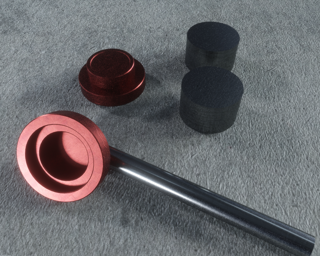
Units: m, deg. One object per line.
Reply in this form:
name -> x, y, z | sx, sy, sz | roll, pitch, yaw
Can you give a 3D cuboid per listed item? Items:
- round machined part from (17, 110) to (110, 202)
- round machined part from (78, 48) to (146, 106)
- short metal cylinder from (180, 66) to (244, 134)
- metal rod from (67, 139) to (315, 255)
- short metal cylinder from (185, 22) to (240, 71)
round machined part -> -0.102, 0.028, 0.344 | 0.098, 0.097, 0.042 | 10, 15, 8
round machined part -> -0.071, -0.081, 0.459 | 0.099, 0.042, 0.098 | 0, 50, 0
short metal cylinder -> 0.068, -0.039, 0.421 | 0.081, 0.050, 0.080 | 0, 50, 0
metal rod -> 0.014, 0.065, 0.348 | 0.301, 0.025, 0.025 | 22, 53, 17
short metal cylinder -> 0.082, -0.126, 0.494 | 0.081, 0.050, 0.080 | 0, 50, 0
